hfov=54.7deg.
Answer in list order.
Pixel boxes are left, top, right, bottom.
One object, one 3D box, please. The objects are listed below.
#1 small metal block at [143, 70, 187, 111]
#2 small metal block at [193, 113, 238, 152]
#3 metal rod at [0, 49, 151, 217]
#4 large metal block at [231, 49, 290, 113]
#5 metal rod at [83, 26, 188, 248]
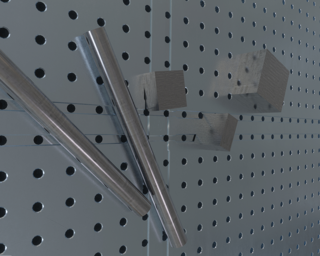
[{"bbox_3d":[0.007,-0.050,0.415,0.050,0.025,0.050,-11,97,-40],"label":"small metal block"},{"bbox_3d":[0.083,0.006,0.463,0.025,0.050,0.050,29,72,-37],"label":"small metal block"},{"bbox_3d":[-0.104,-0.001,0.321,0.300,0.025,0.025,51,60,-28],"label":"metal rod"},{"bbox_3d":[0.177,-0.079,0.542,0.080,0.050,0.080,27,73,-37],"label":"large metal block"},{"bbox_3d":[-0.024,0.025,0.389,0.025,0.025,0.298,-33,110,-35],"label":"metal rod"}]
